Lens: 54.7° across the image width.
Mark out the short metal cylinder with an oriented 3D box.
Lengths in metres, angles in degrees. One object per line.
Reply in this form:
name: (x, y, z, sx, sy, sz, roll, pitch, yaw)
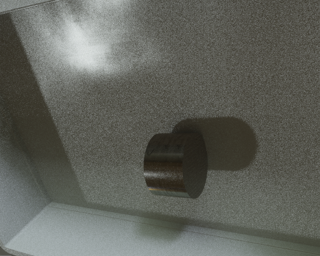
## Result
short metal cylinder: (0.022, 0.046, 0.389, 0.050, 0.080, 0.080, -1, 118, 29)
